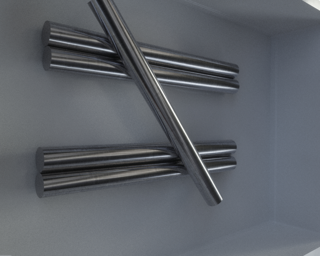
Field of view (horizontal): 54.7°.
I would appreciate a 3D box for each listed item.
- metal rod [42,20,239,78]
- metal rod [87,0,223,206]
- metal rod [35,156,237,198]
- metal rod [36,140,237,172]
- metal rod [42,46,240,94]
[{"bbox_3d":[0.002,-0.093,0.406,0.302,0.025,0.025,1,90,-40],"label":"metal rod"},{"bbox_3d":[0.006,-0.017,0.378,0.025,0.025,0.299,-46,117,-30],"label":"metal rod"},{"bbox_3d":[-0.003,0.056,0.402,0.302,0.025,0.025,0,90,-40],"label":"metal rod"},{"bbox_3d":[-0.002,0.031,0.402,0.302,0.025,0.025,0,90,-40],"label":"metal rod"},{"bbox_3d":[0.003,-0.068,0.406,0.302,0.025,0.025,1,90,-40],"label":"metal rod"}]
